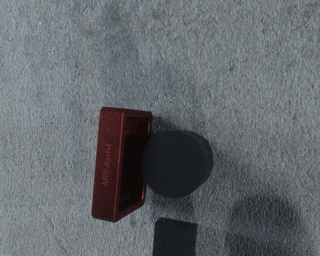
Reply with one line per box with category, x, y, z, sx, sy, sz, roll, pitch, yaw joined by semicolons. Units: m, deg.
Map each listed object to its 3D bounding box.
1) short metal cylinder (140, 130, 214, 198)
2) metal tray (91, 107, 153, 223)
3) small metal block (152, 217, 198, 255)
short metal cylinder;0.022;0.043;0.387;0.080;0.050;0.079;0;90;19
metal tray;-0.044;0.041;0.389;0.030;0.090;0.129;6;92;20
small metal block;0.019;0.148;0.401;0.050;0.025;0.050;5;92;19
